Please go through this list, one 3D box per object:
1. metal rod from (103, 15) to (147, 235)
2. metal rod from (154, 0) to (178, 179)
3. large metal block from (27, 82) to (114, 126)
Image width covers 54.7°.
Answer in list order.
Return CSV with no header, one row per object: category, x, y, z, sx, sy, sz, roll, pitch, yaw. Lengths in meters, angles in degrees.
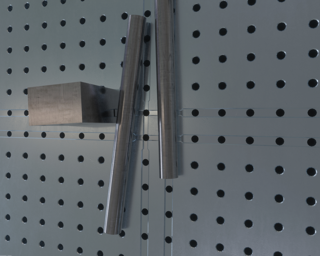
metal rod,-0.049,-0.003,0.429,0.025,0.025,0.298,8,93,20
metal rod,0.007,-0.084,0.409,0.025,0.025,0.298,-2,89,20
large metal block,-0.119,-0.030,0.425,0.080,0.080,0.050,-3,89,20
